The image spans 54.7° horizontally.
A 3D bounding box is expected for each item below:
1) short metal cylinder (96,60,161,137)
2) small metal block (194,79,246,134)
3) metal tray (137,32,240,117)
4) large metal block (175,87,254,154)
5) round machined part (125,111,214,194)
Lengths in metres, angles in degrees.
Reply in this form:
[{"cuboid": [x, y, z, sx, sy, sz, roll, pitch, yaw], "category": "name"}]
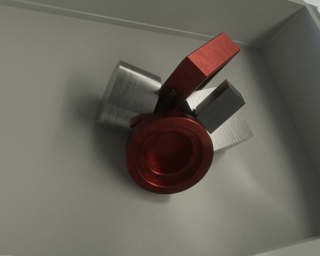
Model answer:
[{"cuboid": [-0.039, -0.034, 0.369, 0.050, 0.080, 0.080, 21, 54, -17], "category": "short metal cylinder"}, {"cuboid": [0.067, -0.026, 0.354, 0.025, 0.050, 0.050, 44, 19, -7], "category": "small metal block"}, {"cuboid": [0.032, -0.053, 0.387, 0.030, 0.129, 0.091, 47, 51, 3], "category": "metal tray"}, {"cuboid": [0.066, -0.006, 0.419, 0.081, 0.050, 0.080, -15, 74, -34], "category": "large metal block"}, {"cuboid": [0.009, 0.025, 0.360, 0.099, 0.097, 0.042, 19, 19, -18], "category": "round machined part"}]
